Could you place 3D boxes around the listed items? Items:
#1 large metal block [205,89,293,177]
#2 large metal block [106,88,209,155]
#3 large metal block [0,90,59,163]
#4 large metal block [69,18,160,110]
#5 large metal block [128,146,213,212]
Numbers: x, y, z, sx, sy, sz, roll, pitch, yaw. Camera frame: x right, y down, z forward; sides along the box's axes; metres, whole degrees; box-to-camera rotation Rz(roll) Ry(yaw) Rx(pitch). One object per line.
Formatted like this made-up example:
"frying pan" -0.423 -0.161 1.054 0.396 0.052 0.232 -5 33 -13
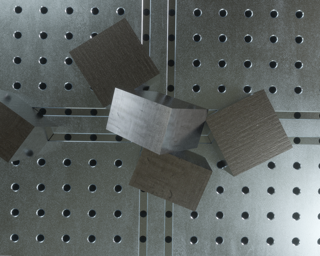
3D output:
"large metal block" 0.108 0.006 0.402 0.080 0.050 0.080 -27 90 0
"large metal block" -0.002 -0.011 0.366 0.080 0.080 0.050 23 105 32
"large metal block" -0.187 -0.005 0.385 0.080 0.080 0.050 36 90 0
"large metal block" -0.055 -0.079 0.400 0.080 0.050 0.080 -32 90 0
"large metal block" 0.013 0.052 0.384 0.080 0.080 0.050 22 96 0
